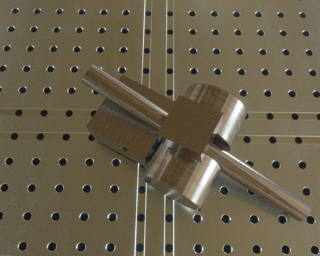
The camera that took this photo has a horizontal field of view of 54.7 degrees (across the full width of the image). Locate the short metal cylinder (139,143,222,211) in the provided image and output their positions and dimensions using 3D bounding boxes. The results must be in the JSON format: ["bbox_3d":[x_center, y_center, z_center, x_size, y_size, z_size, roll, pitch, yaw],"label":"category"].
[{"bbox_3d":[0.024,0.054,0.359,0.080,0.080,0.050,28,73,10],"label":"short metal cylinder"}]

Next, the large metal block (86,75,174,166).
[{"bbox_3d":[-0.032,-0.008,0.395,0.080,0.050,0.080,28,72,9],"label":"large metal block"}]

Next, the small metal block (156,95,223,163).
[{"bbox_3d":[0.032,0.000,0.324,0.050,0.025,0.050,25,72,17],"label":"small metal block"}]

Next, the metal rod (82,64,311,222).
[{"bbox_3d":[0.046,0.020,0.359,0.301,0.025,0.025,33,73,-5],"label":"metal rod"}]

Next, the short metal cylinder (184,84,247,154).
[{"bbox_3d":[0.059,-0.010,0.384,0.080,0.080,0.050,26,72,9],"label":"short metal cylinder"}]
